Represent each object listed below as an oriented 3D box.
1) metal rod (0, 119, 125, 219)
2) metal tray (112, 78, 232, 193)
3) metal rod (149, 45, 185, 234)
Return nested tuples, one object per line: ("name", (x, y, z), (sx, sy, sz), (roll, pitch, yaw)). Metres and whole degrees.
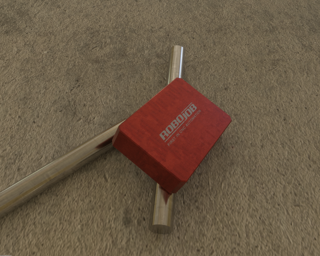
("metal rod", (-0.157, 0.073, 0.340), (0.302, 0.025, 0.025), (-33, 57, -25))
("metal tray", (0.019, 0.002, 0.366), (0.090, 0.030, 0.131), (39, 48, 6))
("metal rod", (0.015, -0.011, 0.412), (0.025, 0.025, 0.300), (4, 50, 3))
